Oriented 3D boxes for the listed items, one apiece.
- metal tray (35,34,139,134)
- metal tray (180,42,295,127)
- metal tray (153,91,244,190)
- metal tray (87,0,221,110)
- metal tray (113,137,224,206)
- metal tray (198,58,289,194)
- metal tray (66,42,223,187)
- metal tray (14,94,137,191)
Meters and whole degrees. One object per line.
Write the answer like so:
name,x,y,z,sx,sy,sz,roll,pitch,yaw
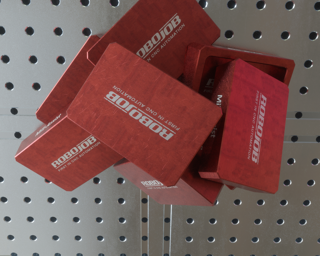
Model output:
metal tray,-0.083,-0.041,0.394,0.090,0.030,0.130,37,106,-13
metal tray,0.090,-0.047,0.370,0.131,0.030,0.089,2,111,-22
metal tray,0.050,0.007,0.382,0.130,0.090,0.030,43,105,-13
metal tray,-0.007,-0.096,0.355,0.130,0.030,0.090,-45,107,0
metal tray,0.005,0.058,0.385,0.090,0.130,0.030,41,63,-15
metal tray,0.096,0.000,0.344,0.091,0.030,0.130,19,74,-29
metal tray,-0.016,-0.014,0.311,0.130,0.030,0.090,34,93,9
metal tray,-0.105,0.023,0.394,0.130,0.030,0.090,-33,123,23
